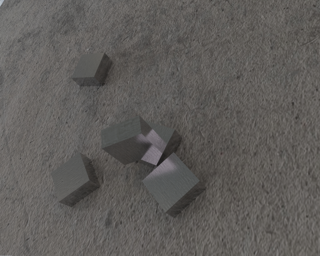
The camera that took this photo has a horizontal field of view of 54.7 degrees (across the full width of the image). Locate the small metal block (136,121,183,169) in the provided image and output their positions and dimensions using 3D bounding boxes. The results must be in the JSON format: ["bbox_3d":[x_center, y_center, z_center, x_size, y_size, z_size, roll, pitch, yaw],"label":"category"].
[{"bbox_3d":[-0.008,0.023,0.394,0.050,0.025,0.050,17,70,34],"label":"small metal block"}]

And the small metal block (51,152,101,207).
[{"bbox_3d":[-0.115,0.070,0.421,0.050,0.025,0.050,-35,51,4],"label":"small metal block"}]

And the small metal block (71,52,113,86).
[{"bbox_3d":[-0.115,-0.099,0.525,0.050,0.025,0.050,3,63,29],"label":"small metal block"}]

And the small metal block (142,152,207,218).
[{"bbox_3d":[0.016,0.065,0.356,0.050,0.025,0.050,-42,51,-1],"label":"small metal block"}]

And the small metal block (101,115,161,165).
[{"bbox_3d":[-0.033,0.016,0.364,0.050,0.050,0.025,-21,54,16],"label":"small metal block"}]
